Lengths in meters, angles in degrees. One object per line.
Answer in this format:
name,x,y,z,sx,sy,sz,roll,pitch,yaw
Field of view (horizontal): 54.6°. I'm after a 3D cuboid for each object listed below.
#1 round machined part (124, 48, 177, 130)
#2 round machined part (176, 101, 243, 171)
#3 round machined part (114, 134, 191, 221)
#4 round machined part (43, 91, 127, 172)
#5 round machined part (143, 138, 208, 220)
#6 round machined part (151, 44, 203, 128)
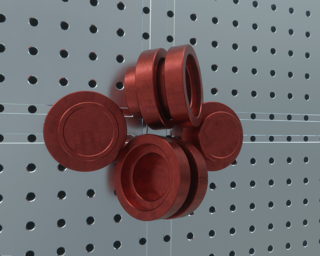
round machined part,-0.011,-0.046,0.382,0.042,0.098,0.097,-5,92,20
round machined part,0.075,0.012,0.431,0.099,0.042,0.097,0,90,-20
round machined part,-0.005,0.058,0.367,0.042,0.098,0.098,13,85,-52
round machined part,-0.087,0.004,0.371,0.099,0.042,0.097,0,90,-20
round machined part,0.018,0.063,0.390,0.042,0.098,0.098,14,85,-51
round machined part,0.021,-0.048,0.374,0.042,0.098,0.097,-5,92,20
